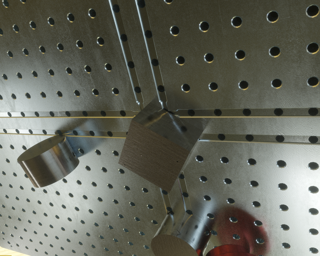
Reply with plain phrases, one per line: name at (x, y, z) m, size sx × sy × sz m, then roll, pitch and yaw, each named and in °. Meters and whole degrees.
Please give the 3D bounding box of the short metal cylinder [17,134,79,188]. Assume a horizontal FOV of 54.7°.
short metal cylinder at (-0.180, 0.052, 0.503) m, size 0.080 × 0.080 × 0.050 m, roll -11°, pitch 113°, yaw 33°

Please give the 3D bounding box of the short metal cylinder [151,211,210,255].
short metal cylinder at (0.033, 0.179, 0.488) m, size 0.080 × 0.050 × 0.079 m, roll 13°, pitch 124°, yaw 21°

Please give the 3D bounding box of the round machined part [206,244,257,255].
round machined part at (0.104, 0.209, 0.458) m, size 0.099 × 0.042 × 0.097 m, roll -2°, pitch 128°, yaw -2°

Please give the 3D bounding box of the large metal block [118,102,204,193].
large metal block at (0.000, 0.026, 0.411) m, size 0.080 × 0.050 × 0.079 m, roll 29°, pitch 128°, yaw 10°
